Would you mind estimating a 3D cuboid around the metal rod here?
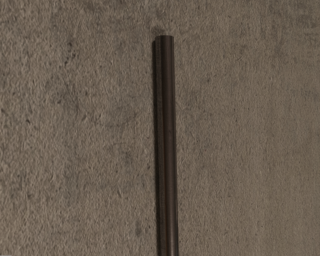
[{"bbox_3d":[0.010,0.029,0.414,0.025,0.025,0.298,-3,92,-40],"label":"metal rod"}]
